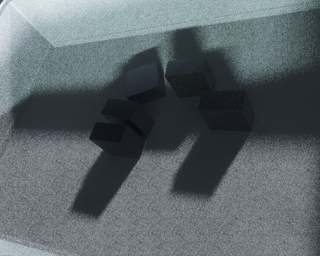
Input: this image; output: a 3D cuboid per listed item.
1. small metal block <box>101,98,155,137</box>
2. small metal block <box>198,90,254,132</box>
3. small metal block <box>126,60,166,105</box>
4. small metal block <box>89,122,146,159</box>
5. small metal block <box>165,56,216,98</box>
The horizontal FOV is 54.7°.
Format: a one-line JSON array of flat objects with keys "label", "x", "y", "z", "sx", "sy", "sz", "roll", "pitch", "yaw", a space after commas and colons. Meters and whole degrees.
[{"label": "small metal block", "x": -0.043, "y": -0.014, "z": 0.419, "sx": 0.050, "sy": 0.050, "sz": 0.025, "roll": 11, "pitch": 68, "yaw": 32}, {"label": "small metal block", "x": 0.078, "y": -0.019, "z": 0.360, "sx": 0.050, "sy": 0.050, "sz": 0.025, "roll": 2, "pitch": 63, "yaw": 29}, {"label": "small metal block", "x": -0.021, "y": -0.065, "z": 0.455, "sx": 0.050, "sy": 0.025, "sz": 0.050, "roll": -17, "pitch": 55, "yaw": 18}, {"label": "small metal block", "x": -0.055, "y": 0.017, "z": 0.407, "sx": 0.050, "sy": 0.050, "sz": 0.025, "roll": 4, "pitch": 64, "yaw": 30}, {"label": "small metal block", "x": 0.041, "y": -0.065, "z": 0.407, "sx": 0.050, "sy": 0.050, "sz": 0.025, "roll": -2, "pitch": 61, "yaw": 27}]
